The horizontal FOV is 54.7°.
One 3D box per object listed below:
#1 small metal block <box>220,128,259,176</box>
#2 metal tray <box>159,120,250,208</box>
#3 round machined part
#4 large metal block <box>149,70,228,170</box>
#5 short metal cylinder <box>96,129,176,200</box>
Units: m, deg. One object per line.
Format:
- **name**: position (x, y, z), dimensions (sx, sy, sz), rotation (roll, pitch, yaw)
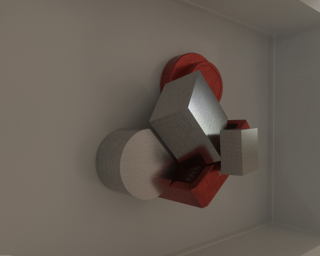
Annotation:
- **small metal block**: position (0.093, 0.026, 0.361), dimensions (0.050, 0.025, 0.050), rotation (-4, 92, -53)
- **metal tray**: position (0.054, 0.040, 0.409), dimensions (0.131, 0.090, 0.030), rotation (-46, 117, -31)
- **round machined part**: position (0.051, -0.058, 0.438), dimensions (0.099, 0.042, 0.097), rotation (0, 90, -40)
- **large metal block**: position (0.039, -0.010, 0.376), dimensions (0.080, 0.050, 0.080), rotation (54, 34, -27)
- **short metal cylinder**: position (-0.027, 0.040, 0.367), dimensions (0.081, 0.050, 0.079), rotation (0, 90, -40)
